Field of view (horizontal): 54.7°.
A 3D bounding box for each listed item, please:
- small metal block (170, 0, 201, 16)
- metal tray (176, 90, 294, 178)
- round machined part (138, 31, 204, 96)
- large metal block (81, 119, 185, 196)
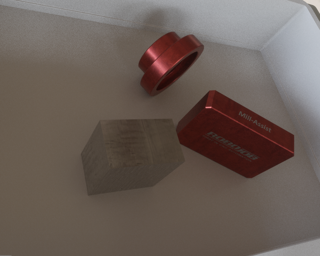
[{"bbox_3d":[0.050,-0.248,0.588,0.050,0.025,0.050,21,54,-16],"label":"small metal block"},{"bbox_3d":[0.096,0.013,0.409,0.131,0.090,0.030,28,52,-12],"label":"metal tray"},{"bbox_3d":[0.010,-0.092,0.421,0.042,0.097,0.099,48,51,5],"label":"round machined part"},{"bbox_3d":[-0.033,0.032,0.335,0.081,0.080,0.050,-2,63,-30],"label":"large metal block"}]
